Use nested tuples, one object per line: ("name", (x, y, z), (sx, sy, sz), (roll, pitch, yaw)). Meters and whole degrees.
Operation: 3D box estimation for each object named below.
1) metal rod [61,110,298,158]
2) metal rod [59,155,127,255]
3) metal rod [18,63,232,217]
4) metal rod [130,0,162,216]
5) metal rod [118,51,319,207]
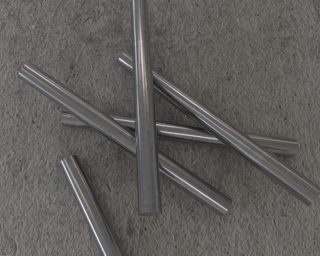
("metal rod", (0.023, 0.006, 0.405), (0.302, 0.025, 0.025), (8, 70, 2))
("metal rod", (-0.042, 0.163, 0.347), (0.025, 0.025, 0.299), (-28, 73, -10))
("metal rod", (-0.044, 0.012, 0.382), (0.301, 0.025, 0.025), (34, 73, 3))
("metal rod", (-0.020, -0.045, 0.386), (0.025, 0.025, 0.299), (-4, 65, -1))
("metal rod", (0.058, -0.012, 0.388), (0.300, 0.025, 0.025), (39, 74, 22))
